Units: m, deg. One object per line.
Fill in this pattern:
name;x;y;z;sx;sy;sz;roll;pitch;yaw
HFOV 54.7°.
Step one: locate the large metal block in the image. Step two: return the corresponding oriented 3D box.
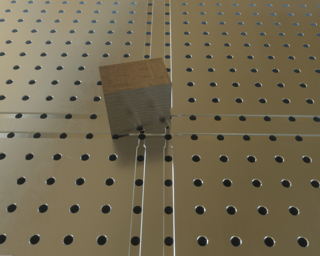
large metal block;-0.031;-0.039;0.404;0.081;0.080;0.050;-10;51;-9
